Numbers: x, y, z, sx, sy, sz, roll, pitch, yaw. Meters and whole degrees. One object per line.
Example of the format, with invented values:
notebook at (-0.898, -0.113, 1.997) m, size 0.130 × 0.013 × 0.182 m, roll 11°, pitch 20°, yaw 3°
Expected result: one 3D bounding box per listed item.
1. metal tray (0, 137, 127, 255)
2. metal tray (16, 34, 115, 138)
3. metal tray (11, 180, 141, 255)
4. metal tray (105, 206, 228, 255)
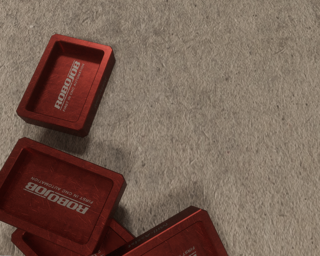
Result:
metal tray at (-0.114, 0.074, 0.344) m, size 0.131 × 0.030 × 0.090 m, roll 20°, pitch 71°, yaw 6°
metal tray at (-0.125, -0.060, 0.425) m, size 0.090 × 0.030 × 0.130 m, roll 15°, pitch 70°, yaw 5°
metal tray at (-0.089, 0.134, 0.355) m, size 0.130 × 0.030 × 0.090 m, roll 38°, pitch 74°, yaw 12°
metal tray at (0.007, 0.153, 0.326) m, size 0.131 × 0.030 × 0.090 m, roll -26°, pitch 91°, yaw -17°
